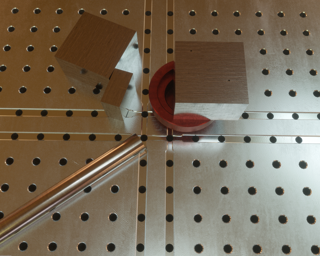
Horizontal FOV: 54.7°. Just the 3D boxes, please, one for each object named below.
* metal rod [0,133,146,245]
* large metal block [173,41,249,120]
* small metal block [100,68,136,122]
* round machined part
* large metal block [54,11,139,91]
[{"bbox_3d":[-0.150,0.098,0.374,0.301,0.025,0.025,-33,74,-12],"label":"metal rod"},{"bbox_3d":[0.057,-0.056,0.375,0.081,0.050,0.080,1,70,0],"label":"large metal block"},{"bbox_3d":[-0.054,-0.043,0.414,0.025,0.050,0.050,17,71,6],"label":"small metal block"},{"bbox_3d":[0.034,-0.040,0.417,0.099,0.042,0.098,0,70,0],"label":"round machined part"},{"bbox_3d":[-0.085,-0.104,0.436,0.080,0.050,0.080,23,72,8],"label":"large metal block"}]
